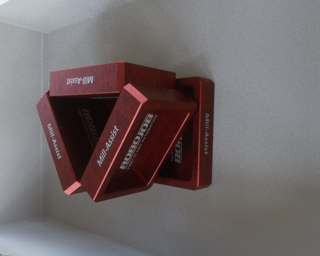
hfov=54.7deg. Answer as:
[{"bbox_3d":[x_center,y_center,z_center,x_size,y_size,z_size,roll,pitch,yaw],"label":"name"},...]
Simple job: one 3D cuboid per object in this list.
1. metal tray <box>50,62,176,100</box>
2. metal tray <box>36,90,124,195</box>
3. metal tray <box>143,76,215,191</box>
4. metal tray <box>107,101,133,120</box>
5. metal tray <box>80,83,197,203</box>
[{"bbox_3d":[-0.058,-0.052,0.370,0.130,0.091,0.030,3,92,40],"label":"metal tray"},{"bbox_3d":[-0.096,0.015,0.402,0.030,0.091,0.130,-39,67,34],"label":"metal tray"},{"bbox_3d":[0.020,0.005,0.386,0.090,0.030,0.129,2,90,40],"label":"metal tray"},{"bbox_3d":[-0.050,0.003,0.445,0.090,0.030,0.129,1,90,40],"label":"metal tray"},{"bbox_3d":[-0.023,0.018,0.341,0.030,0.091,0.129,43,116,32],"label":"metal tray"}]
